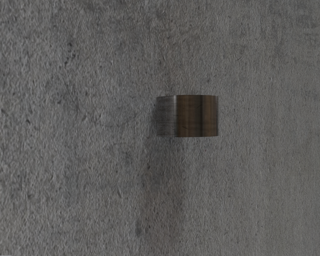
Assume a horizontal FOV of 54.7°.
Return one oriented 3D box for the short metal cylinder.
[{"bbox_3d":[0.036,-0.015,0.403,0.081,0.080,0.050,-1,91,-40],"label":"short metal cylinder"}]
